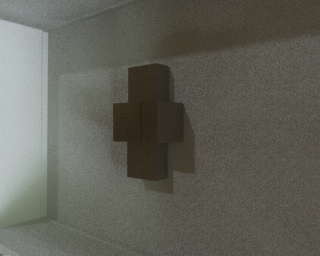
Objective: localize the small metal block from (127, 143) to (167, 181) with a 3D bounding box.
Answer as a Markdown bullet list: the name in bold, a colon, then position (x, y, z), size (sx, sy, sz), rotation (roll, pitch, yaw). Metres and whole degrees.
- **small metal block**: position (-0.018, 0.043, 0.419), size (0.050, 0.025, 0.050), rotation (0, 90, 40)

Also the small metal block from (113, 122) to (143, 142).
- **small metal block**: position (-0.026, 0.005, 0.410), size (0.050, 0.050, 0.025), rotation (0, 90, 40)

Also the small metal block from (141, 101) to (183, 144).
- **small metal block**: position (0.003, -0.007, 0.386), size (0.025, 0.050, 0.050), rotation (0, 90, 40)

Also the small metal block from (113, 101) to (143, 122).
- **small metal block**: position (-0.026, -0.020, 0.410), size (0.050, 0.050, 0.025), rotation (0, 90, 40)

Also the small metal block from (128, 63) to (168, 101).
- **small metal block**: position (-0.016, -0.058, 0.418), size (0.050, 0.025, 0.050), rotation (0, 90, 40)
